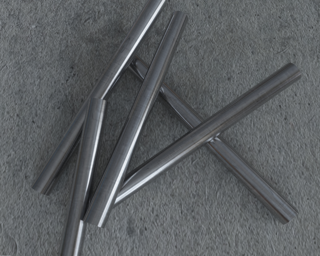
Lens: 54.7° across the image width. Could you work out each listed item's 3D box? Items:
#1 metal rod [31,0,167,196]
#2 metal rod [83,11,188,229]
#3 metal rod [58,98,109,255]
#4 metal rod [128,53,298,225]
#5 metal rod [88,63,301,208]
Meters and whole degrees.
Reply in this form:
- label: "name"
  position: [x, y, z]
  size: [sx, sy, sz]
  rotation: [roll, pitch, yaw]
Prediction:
- label: "metal rod"
  position: [-0.074, -0.051, 0.407]
  size: [0.025, 0.025, 0.300]
  rotation: [28, 79, 9]
- label: "metal rod"
  position: [-0.022, -0.026, 0.388]
  size: [0.025, 0.025, 0.300]
  rotation: [19, 69, 6]
- label: "metal rod"
  position: [-0.095, 0.112, 0.347]
  size: [0.025, 0.025, 0.299]
  rotation: [7, 77, 2]
- label: "metal rod"
  position: [0.054, 0.003, 0.407]
  size: [0.025, 0.025, 0.300]
  rotation: [-41, 75, -13]
- label: "metal rod"
  position: [0.043, 0.014, 0.378]
  size: [0.301, 0.025, 0.025]
  rotation: [-34, 74, -3]
